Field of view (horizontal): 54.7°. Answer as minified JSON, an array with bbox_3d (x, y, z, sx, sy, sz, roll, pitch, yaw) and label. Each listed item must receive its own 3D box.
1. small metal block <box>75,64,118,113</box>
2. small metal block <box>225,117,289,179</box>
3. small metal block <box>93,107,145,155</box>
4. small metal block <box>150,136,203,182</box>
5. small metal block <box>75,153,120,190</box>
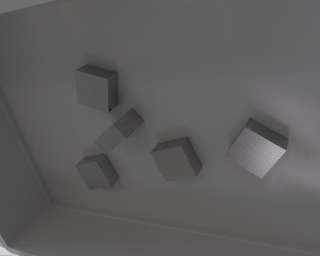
[{"bbox_3d":[-0.085,-0.054,0.420,0.050,0.025,0.050,17,125,18],"label":"small metal block"},{"bbox_3d":[0.113,0.024,0.364,0.050,0.025,0.050,31,129,8],"label":"small metal block"},{"bbox_3d":[-0.056,0.004,0.425,0.025,0.050,0.050,49,129,-6],"label":"small metal block"},{"bbox_3d":[0.023,0.043,0.424,0.050,0.025,0.050,-16,111,34],"label":"small metal block"},{"bbox_3d":[-0.102,0.072,0.507,0.050,0.025,0.050,-14,111,34],"label":"small metal block"}]
